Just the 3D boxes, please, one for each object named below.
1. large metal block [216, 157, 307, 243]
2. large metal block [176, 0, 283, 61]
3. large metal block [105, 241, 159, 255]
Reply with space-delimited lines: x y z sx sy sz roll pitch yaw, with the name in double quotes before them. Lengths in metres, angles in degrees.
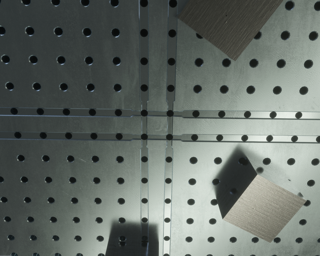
"large metal block" 0.140 0.102 0.438 0.080 0.050 0.080 28 108 -10
"large metal block" 0.075 -0.135 0.351 0.080 0.050 0.080 34 107 -12
"large metal block" -0.044 0.227 0.483 0.080 0.050 0.079 3 110 -1
